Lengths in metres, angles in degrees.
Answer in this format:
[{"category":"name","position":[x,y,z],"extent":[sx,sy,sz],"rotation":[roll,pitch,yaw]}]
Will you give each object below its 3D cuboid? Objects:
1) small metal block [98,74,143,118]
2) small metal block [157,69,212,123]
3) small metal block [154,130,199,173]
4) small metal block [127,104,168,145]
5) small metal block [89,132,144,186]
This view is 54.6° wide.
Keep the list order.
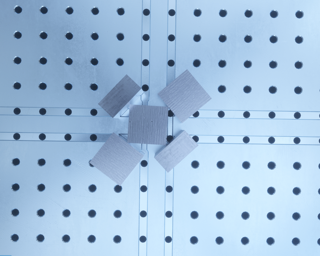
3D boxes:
[{"category":"small metal block","position":[-0.049,-0.039,0.400],"extent":[0.025,0.050,0.050],"rotation":[44,91,-1]},{"category":"small metal block","position":[0.032,-0.041,0.413],"extent":[0.050,0.025,0.050],"rotation":[-40,90,0]},{"category":"small metal block","position":[0.020,0.028,0.401],"extent":[0.050,0.050,0.025],"rotation":[-42,90,0]},{"category":"small metal block","position":[-0.015,-0.004,0.413],"extent":[0.050,0.025,0.050],"rotation":[4,89,1]},{"category":"small metal block","position":[-0.056,0.040,0.413],"extent":[0.050,0.025,0.050],"rotation":[38,89,-1]}]
